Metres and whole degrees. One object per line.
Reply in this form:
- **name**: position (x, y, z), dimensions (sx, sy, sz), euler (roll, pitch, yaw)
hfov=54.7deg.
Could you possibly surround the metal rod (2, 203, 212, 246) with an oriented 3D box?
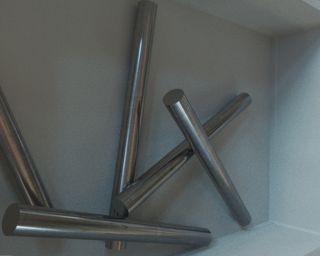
- **metal rod**: position (-0.025, 0.117, 0.353), dimensions (0.301, 0.025, 0.025), euler (26, 73, -47)

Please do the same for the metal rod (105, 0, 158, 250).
- **metal rod**: position (-0.034, -0.008, 0.378), dimensions (0.025, 0.025, 0.298), euler (12, 82, -40)

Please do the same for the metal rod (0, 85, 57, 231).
- **metal rod**: position (-0.157, -0.039, 0.274), dimensions (0.025, 0.025, 0.298), euler (-29, 108, -36)

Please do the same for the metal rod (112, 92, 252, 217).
- **metal rod**: position (0.051, 0.018, 0.430), dimensions (0.302, 0.025, 0.025), euler (-36, 112, -40)

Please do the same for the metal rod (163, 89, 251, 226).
- **metal rod**: position (0.079, 0.061, 0.431), dimensions (0.025, 0.025, 0.300), euler (-57, 135, -24)
